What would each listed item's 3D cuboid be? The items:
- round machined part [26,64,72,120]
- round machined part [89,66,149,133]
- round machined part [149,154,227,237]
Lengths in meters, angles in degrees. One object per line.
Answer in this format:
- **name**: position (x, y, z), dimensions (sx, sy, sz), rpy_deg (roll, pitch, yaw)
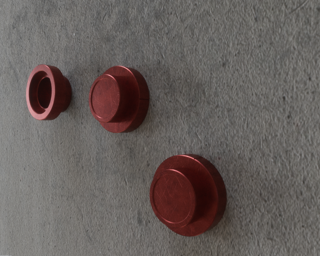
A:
- **round machined part**: position (-0.196, -0.062, 0.556), dimensions (0.098, 0.042, 0.097), rpy_deg (0, 90, 40)
- **round machined part**: position (-0.065, -0.041, 0.448), dimensions (0.098, 0.042, 0.097), rpy_deg (0, 90, 40)
- **round machined part**: position (0.026, 0.081, 0.372), dimensions (0.098, 0.042, 0.097), rpy_deg (0, 90, 40)
